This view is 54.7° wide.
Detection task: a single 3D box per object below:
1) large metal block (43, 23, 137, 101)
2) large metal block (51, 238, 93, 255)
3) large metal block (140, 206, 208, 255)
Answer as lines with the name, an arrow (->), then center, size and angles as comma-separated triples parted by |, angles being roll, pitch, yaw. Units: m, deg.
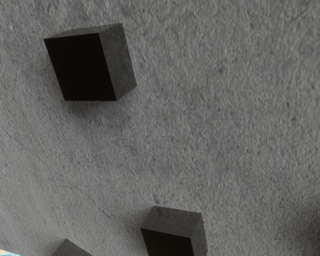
large metal block -> -0.084, -0.080, 0.384 | 0.080, 0.050, 0.079 | 3, 120, 26
large metal block -> -0.193, 0.302, 0.676 | 0.080, 0.050, 0.079 | 29, 128, 9
large metal block -> 0.024, 0.175, 0.484 | 0.080, 0.050, 0.079 | 2, 120, 27
